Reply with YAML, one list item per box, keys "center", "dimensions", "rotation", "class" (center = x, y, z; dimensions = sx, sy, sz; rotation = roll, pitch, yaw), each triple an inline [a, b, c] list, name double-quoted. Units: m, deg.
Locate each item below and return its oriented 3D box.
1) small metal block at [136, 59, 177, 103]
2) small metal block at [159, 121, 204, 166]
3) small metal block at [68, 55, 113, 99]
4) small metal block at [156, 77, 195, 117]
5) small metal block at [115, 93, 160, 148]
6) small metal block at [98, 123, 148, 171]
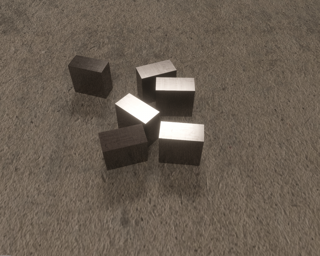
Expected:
- center: [-0.005, -0.065, 0.442]
  dimensions: [0.050, 0.050, 0.025]
  rotation: [-16, 52, -14]
  class: "small metal block"
- center: [0.025, 0.019, 0.371]
  dimensions: [0.050, 0.050, 0.025]
  rotation: [4, 50, 3]
  class: "small metal block"
- center: [-0.099, -0.073, 0.447]
  dimensions: [0.050, 0.050, 0.025]
  rotation: [13, 51, 10]
  class: "small metal block"
- center: [0.020, -0.042, 0.422]
  dimensions: [0.050, 0.050, 0.025]
  rotation: [1, 50, 0]
  class: "small metal block"
- center: [-0.028, -0.008, 0.394]
  dimensions: [0.050, 0.050, 0.025]
  rotation: [33, 57, 24]
  class: "small metal block"
- center: [-0.042, 0.023, 0.365]
  dimensions: [0.050, 0.050, 0.025]
  rotation: [-13, 60, -10]
  class: "small metal block"
